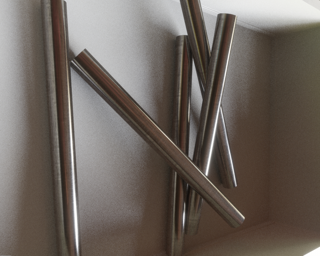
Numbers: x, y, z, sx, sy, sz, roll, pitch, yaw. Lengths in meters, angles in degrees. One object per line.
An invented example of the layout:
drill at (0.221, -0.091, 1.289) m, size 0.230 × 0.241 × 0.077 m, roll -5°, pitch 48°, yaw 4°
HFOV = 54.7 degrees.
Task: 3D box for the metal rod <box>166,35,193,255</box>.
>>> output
metal rod at (0.028, 0.022, 0.429) m, size 0.025 × 0.025 × 0.298 m, roll 5°, pitch 87°, yaw -40°

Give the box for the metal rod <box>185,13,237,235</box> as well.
metal rod at (0.064, 0.001, 0.420) m, size 0.025 × 0.025 × 0.298 m, roll 1°, pitch 101°, yaw -40°

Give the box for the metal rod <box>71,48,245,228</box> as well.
metal rod at (0.009, 0.025, 0.381) m, size 0.300 × 0.025 × 0.025 m, roll 46°, pitch 62°, yaw -19°

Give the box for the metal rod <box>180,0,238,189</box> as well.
metal rod at (0.074, -0.042, 0.446) m, size 0.025 × 0.025 × 0.298 m, roll -33°, pitch 117°, yaw -35°

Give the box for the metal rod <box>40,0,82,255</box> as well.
metal rod at (-0.101, 0.021, 0.321) m, size 0.025 × 0.025 × 0.298 m, roll -5°, pitch 93°, yaw -40°
